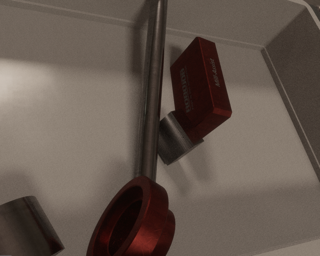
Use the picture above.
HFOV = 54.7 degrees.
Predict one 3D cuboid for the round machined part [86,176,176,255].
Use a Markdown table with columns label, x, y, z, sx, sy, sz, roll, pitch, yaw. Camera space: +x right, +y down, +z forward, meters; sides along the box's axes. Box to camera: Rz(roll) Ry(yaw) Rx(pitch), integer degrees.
| label | x | y | z | sx | sy | sz | roll | pitch | yaw |
| --- | --- | --- | --- | --- | --- | --- | --- | --- | --- |
| round machined part | -0.023 | 0.097 | 0.289 | 0.042 | 0.098 | 0.098 | 37 | 50 | -18 |

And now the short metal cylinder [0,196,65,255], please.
| label | x | y | z | sx | sy | sz | roll | pitch | yaw |
| --- | --- | --- | --- | --- | --- | --- | --- | --- | --- |
| short metal cylinder | -0.125 | 0.097 | 0.244 | 0.081 | 0.080 | 0.050 | -26 | 76 | -37 |

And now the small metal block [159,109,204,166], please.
| label | x | y | z | sx | sy | sz | roll | pitch | yaw |
| --- | --- | --- | --- | --- | --- | --- | --- | --- | --- |
| small metal block | 0.019 | 0.012 | 0.391 | 0.025 | 0.050 | 0.050 | -18 | 71 | -53 |

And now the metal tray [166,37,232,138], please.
| label | x | y | z | sx | sy | sz | roll | pitch | yaw |
| --- | --- | --- | --- | --- | --- | --- | --- | --- | --- |
| metal tray | 0.050 | -0.053 | 0.442 | 0.030 | 0.090 | 0.130 | 12 | 55 | -28 |

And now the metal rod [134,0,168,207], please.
| label | x | y | z | sx | sy | sz | roll | pitch | yaw |
| --- | --- | --- | --- | --- | --- | --- | --- | --- | --- |
| metal rod | -0.010 | -0.049 | 0.393 | 0.025 | 0.025 | 0.299 | 12 | 68 | -22 |
